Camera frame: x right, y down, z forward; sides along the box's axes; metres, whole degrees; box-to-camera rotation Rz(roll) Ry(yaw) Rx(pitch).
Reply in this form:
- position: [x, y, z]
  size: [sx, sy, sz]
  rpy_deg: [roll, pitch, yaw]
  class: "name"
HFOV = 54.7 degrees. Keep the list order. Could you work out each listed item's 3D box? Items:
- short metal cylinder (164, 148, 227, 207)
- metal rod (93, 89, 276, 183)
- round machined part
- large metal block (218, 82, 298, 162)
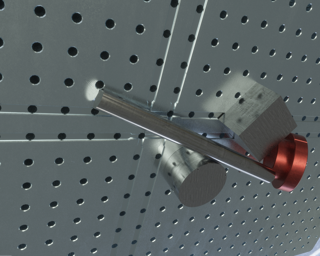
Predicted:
- position: [0.052, 0.072, 0.468]
  size: [0.081, 0.050, 0.079]
  rpy_deg: [-14, 125, -21]
  class: "short metal cylinder"
- position: [0.052, 0.021, 0.423]
  size: [0.302, 0.025, 0.025]
  rpy_deg: [24, 105, -28]
  class: "metal rod"
- position: [0.206, 0.054, 0.522]
  size: [0.042, 0.098, 0.097]
  rpy_deg: [15, 115, 4]
  class: "round machined part"
- position: [0.150, -0.008, 0.472]
  size: [0.080, 0.050, 0.080]
  rpy_deg: [-45, 129, 3]
  class: "large metal block"
